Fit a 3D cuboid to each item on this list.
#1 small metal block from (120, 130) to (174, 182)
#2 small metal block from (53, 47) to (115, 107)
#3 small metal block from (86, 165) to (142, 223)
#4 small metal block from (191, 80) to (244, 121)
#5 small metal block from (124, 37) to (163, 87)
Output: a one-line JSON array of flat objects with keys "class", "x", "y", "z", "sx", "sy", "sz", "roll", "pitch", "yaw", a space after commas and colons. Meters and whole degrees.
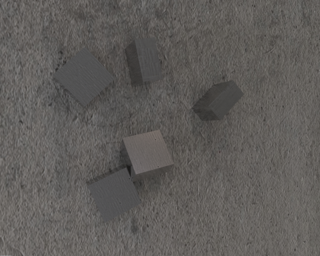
[{"class": "small metal block", "x": -0.017, "y": 0.034, "z": 0.390, "sx": 0.050, "sy": 0.025, "sz": 0.050, "roll": -13, "pitch": 64, "yaw": -22}, {"class": "small metal block", "x": -0.092, "y": -0.060, "z": 0.375, "sx": 0.050, "sy": 0.025, "sz": 0.050, "roll": -47, "pitch": 105, "yaw": -14}, {"class": "small metal block", "x": -0.058, "y": 0.081, "z": 0.388, "sx": 0.050, "sy": 0.025, "sz": 0.050, "roll": -25, "pitch": 99, "yaw": -18}, {"class": "small metal block", "x": 0.078, "y": -0.037, "z": 0.424, "sx": 0.050, "sy": 0.050, "sz": 0.025, "roll": -46, "pitch": 105, "yaw": -14}, {"class": "small metal block", "x": -0.022, "y": -0.081, "z": 0.387, "sx": 0.025, "sy": 0.050, "sz": 0.050, "roll": -13, "pitch": 95, "yaw": -20}]
